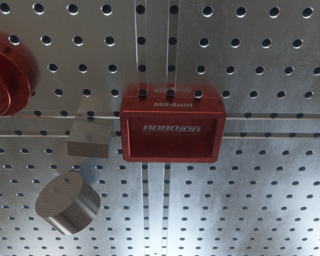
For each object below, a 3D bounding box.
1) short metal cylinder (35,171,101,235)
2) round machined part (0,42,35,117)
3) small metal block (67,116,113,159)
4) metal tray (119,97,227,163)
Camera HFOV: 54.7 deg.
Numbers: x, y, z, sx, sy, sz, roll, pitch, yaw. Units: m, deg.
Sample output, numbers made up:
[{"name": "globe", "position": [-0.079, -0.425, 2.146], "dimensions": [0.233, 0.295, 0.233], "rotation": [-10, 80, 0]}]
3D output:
[{"name": "short metal cylinder", "position": [-0.139, 0.113, 0.470], "dimensions": [0.080, 0.080, 0.050], "rotation": [-19, 128, 15]}, {"name": "round machined part", "position": [-0.200, -0.050, 0.355], "dimensions": [0.099, 0.042, 0.097], "rotation": [0, 130, 0]}, {"name": "small metal block", "position": [-0.089, 0.011, 0.404], "dimensions": [0.050, 0.050, 0.025], "rotation": [5, 130, -5]}, {"name": "metal tray", "position": [0.015, 0.005, 0.412], "dimensions": [0.131, 0.030, 0.089], "rotation": [1, 130, -1]}]
